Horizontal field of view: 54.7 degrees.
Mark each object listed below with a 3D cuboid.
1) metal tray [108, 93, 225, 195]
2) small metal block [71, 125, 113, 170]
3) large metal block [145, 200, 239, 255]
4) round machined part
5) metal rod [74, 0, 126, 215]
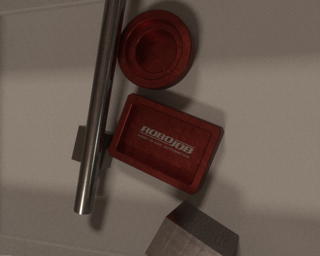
[{"bbox_3d":[0.006,0.018,0.404,0.130,0.030,0.089,23,97,18],"label":"metal tray"},{"bbox_3d":[-0.093,0.027,0.442,0.050,0.025,0.050,16,95,19],"label":"small metal block"},{"bbox_3d":[0.041,0.137,0.366,0.080,0.080,0.050,31,100,17],"label":"large metal block"},{"bbox_3d":[-0.002,-0.098,0.401,0.098,0.042,0.097,0,90,19],"label":"round machined part"},{"bbox_3d":[-0.078,-0.031,0.401,0.025,0.025,0.298,14,100,19],"label":"metal rod"}]
